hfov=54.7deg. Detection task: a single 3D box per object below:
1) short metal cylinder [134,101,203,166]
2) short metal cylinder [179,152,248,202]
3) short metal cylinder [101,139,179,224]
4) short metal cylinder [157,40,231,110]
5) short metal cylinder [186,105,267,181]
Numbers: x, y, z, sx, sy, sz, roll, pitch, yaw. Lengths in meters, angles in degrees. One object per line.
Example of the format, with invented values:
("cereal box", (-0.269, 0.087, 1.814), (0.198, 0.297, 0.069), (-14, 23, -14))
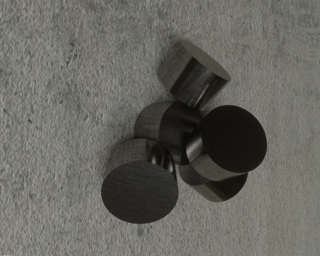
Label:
("short metal cylinder", (0.013, 0.006, 0.401), (0.081, 0.050, 0.080), (0, 89, -40))
("short metal cylinder", (0.074, 0.056, 0.432), (0.050, 0.080, 0.080), (42, 64, -32))
("short metal cylinder", (-0.021, 0.059, 0.345), (0.081, 0.050, 0.079), (-1, 115, -1))
("short metal cylinder", (0.044, -0.068, 0.399), (0.080, 0.080, 0.050), (17, 122, -39))
("short metal cylinder", (0.077, 0.019, 0.368), (0.081, 0.050, 0.080), (5, 69, -14))
